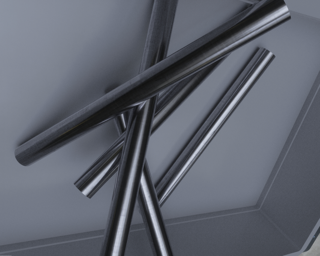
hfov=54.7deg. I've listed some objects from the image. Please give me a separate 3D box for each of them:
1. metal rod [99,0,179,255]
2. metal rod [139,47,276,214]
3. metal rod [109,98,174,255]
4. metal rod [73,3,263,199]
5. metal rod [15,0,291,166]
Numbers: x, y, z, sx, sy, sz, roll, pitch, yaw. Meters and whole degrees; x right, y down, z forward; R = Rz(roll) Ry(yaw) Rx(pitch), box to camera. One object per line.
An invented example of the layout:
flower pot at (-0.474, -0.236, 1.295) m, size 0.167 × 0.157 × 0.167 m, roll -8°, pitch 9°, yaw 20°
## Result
metal rod at (-0.021, -0.002, 0.319) m, size 0.025 × 0.025 × 0.298 m, roll 14°, pitch 87°, yaw -34°
metal rod at (0.063, 0.015, 0.454) m, size 0.025 × 0.025 × 0.299 m, roll 27°, pitch 103°, yaw -38°
metal rod at (-0.012, 0.102, 0.383) m, size 0.025 × 0.025 × 0.298 m, roll -18°, pitch 100°, yaw -18°
metal rod at (0.020, -0.040, 0.358) m, size 0.301 × 0.025 × 0.025 m, roll -46°, pitch 131°, yaw -12°
metal rod at (-0.027, -0.033, 0.297) m, size 0.300 × 0.025 × 0.025 m, roll -27°, pitch 133°, yaw 20°
